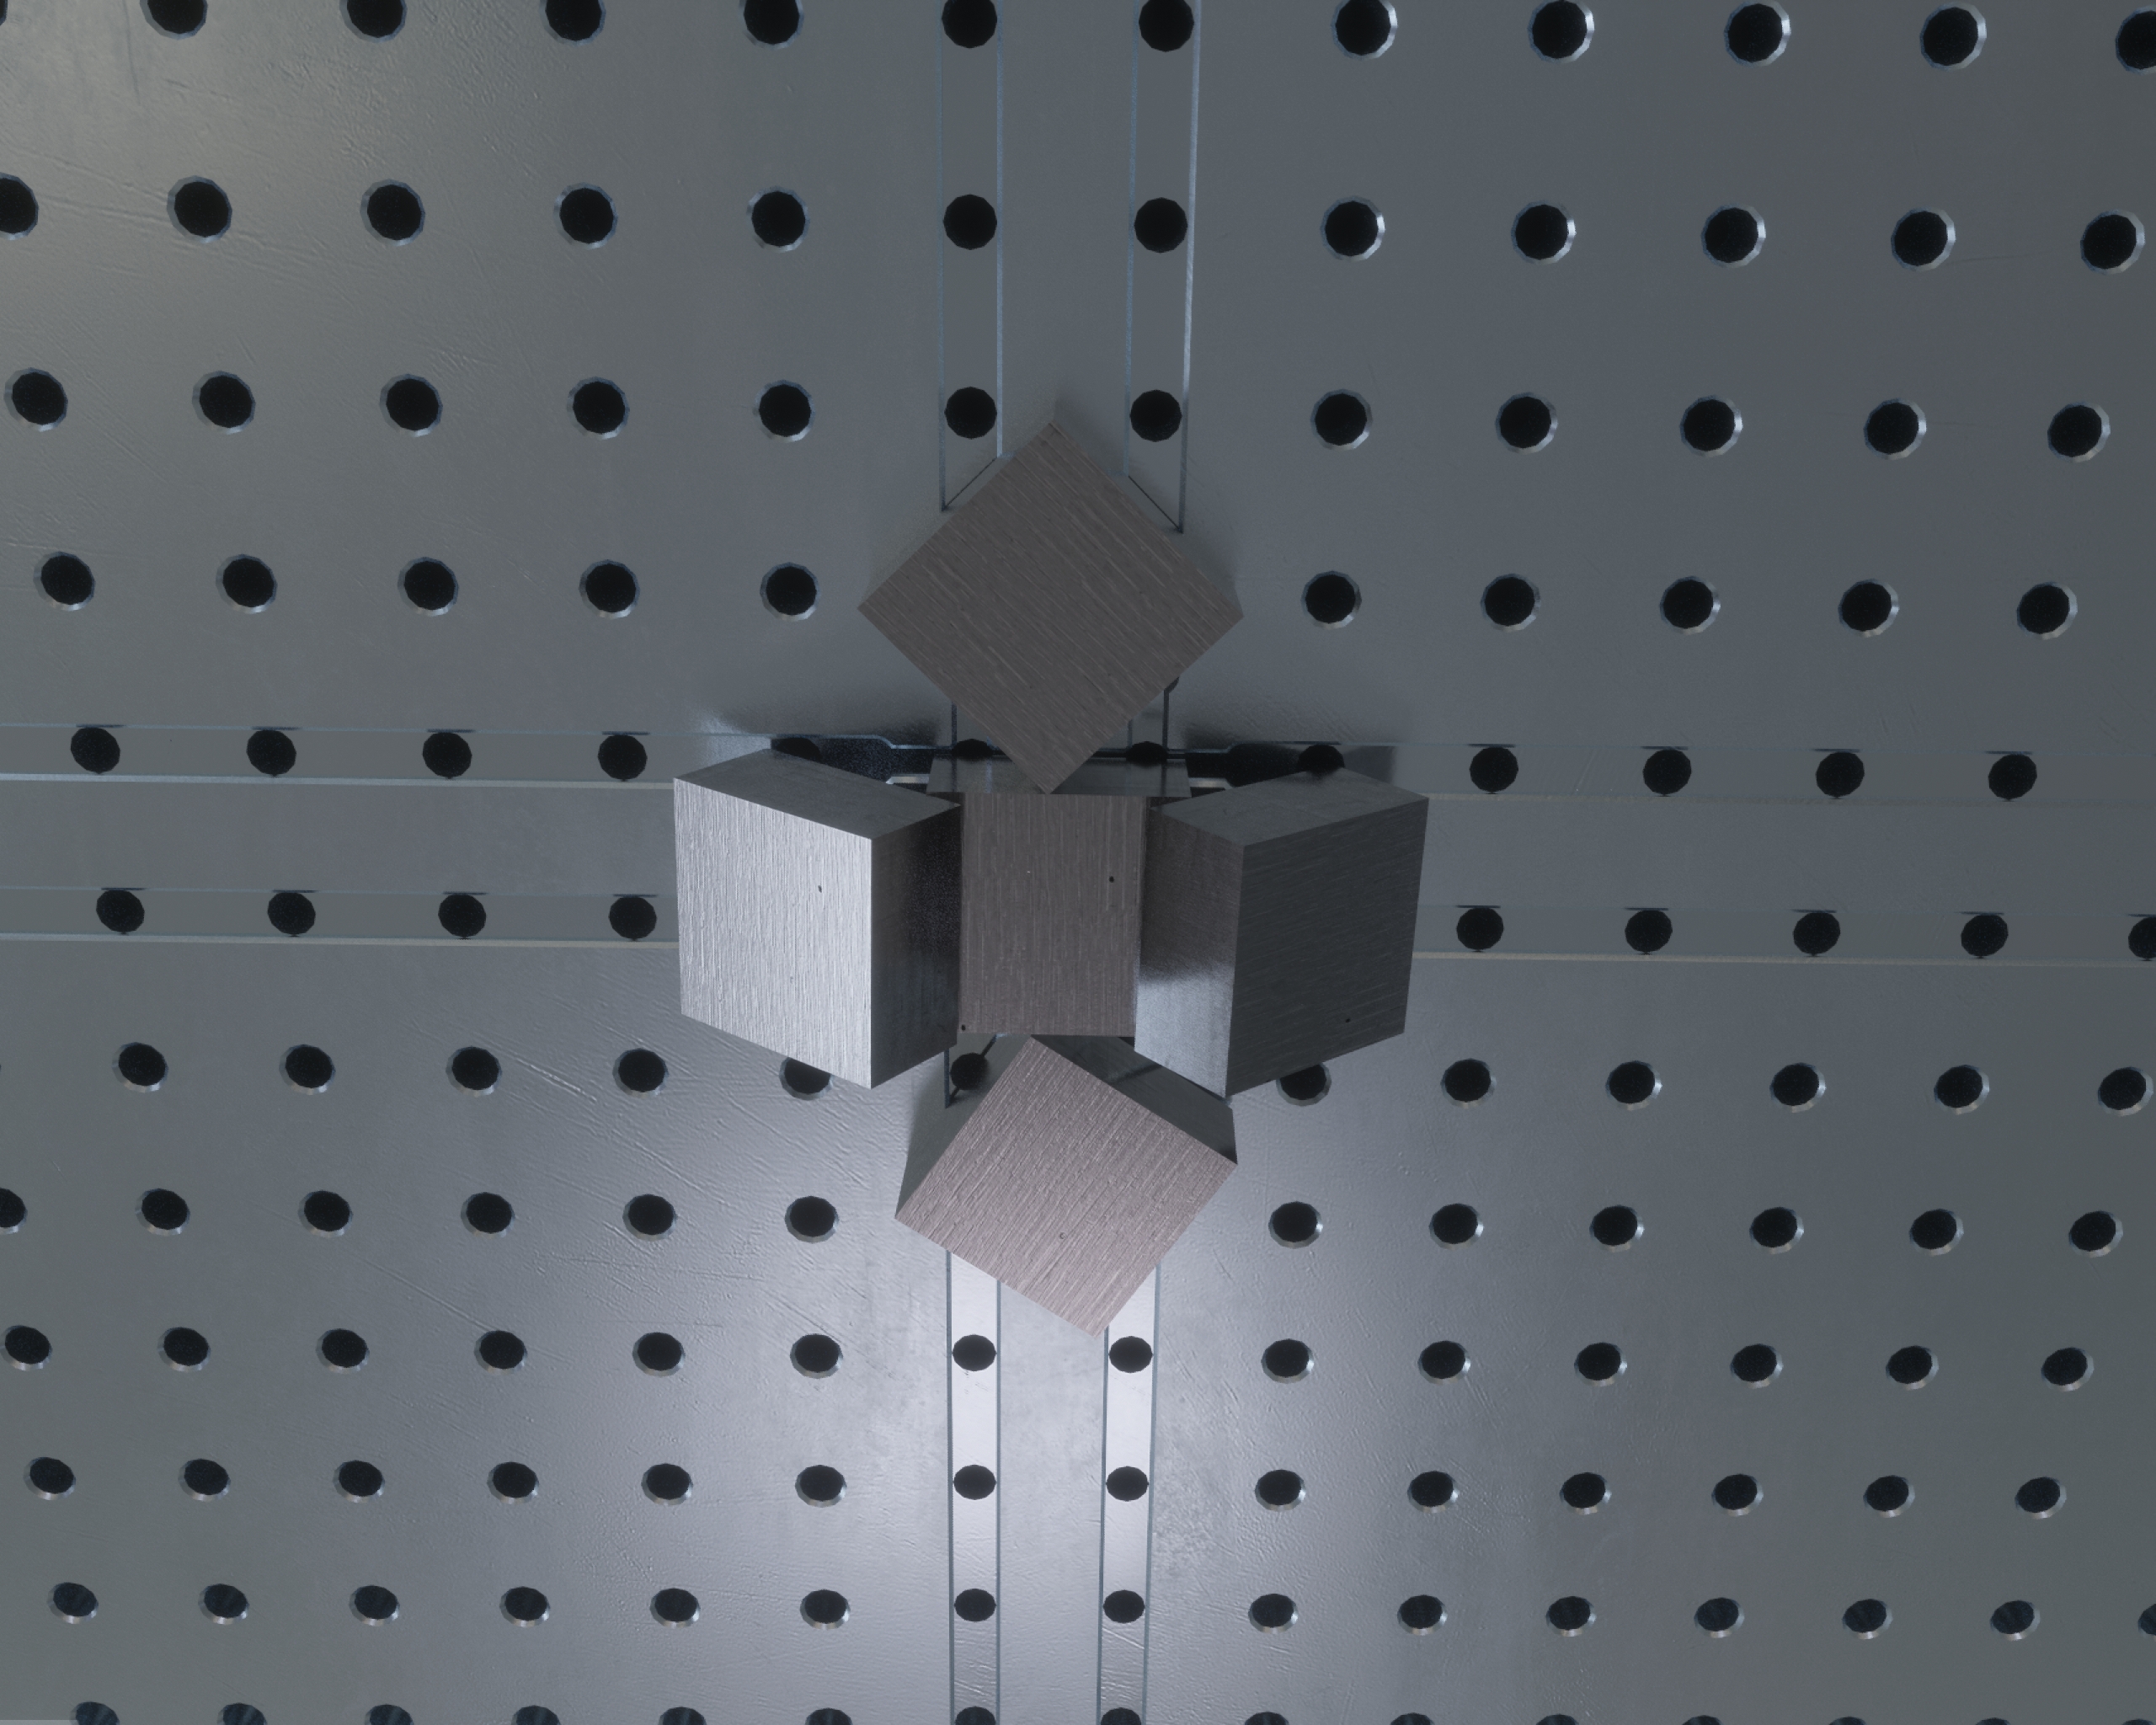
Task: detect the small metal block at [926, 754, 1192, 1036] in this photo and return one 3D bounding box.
[{"bbox_3d":[-0.004,0.006,0.415,0.050,0.025,0.050,1,109,-1],"label":"small metal block"}]

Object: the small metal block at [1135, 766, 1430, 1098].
[{"bbox_3d":[0.039,0.012,0.403,0.050,0.025,0.050,-14,116,-39],"label":"small metal block"}]

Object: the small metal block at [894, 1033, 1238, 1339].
[{"bbox_3d":[-0.002,0.063,0.436,0.050,0.025,0.050,33,107,-10],"label":"small metal block"}]

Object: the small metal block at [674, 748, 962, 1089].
[{"bbox_3d":[-0.050,0.010,0.403,0.050,0.025,0.050,17,115,33],"label":"small metal block"}]

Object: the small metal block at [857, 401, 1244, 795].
[{"bbox_3d":[-0.005,-0.050,0.395,0.050,0.025,0.050,-42,104,13],"label":"small metal block"}]
